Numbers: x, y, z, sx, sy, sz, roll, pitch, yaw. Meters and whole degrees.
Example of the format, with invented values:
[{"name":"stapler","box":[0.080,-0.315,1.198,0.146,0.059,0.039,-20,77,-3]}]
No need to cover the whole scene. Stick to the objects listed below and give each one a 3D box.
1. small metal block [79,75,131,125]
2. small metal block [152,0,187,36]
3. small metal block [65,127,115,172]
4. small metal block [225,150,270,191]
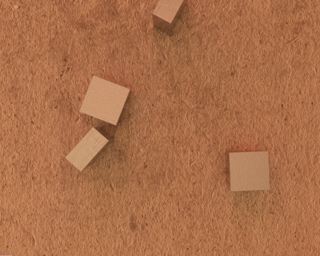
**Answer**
[{"name":"small metal block","box":[-0.071,-0.036,0.409,0.050,0.025,0.050,21,90,0]},{"name":"small metal block","box":[0.014,-0.154,0.397,0.025,0.050,0.050,29,90,0]},{"name":"small metal block","box":[-0.088,0.025,0.397,0.025,0.050,0.050,42,90,0]},{"name":"small metal block","box":[0.115,0.056,0.411,0.050,0.025,0.050,-2,90,0]}]
